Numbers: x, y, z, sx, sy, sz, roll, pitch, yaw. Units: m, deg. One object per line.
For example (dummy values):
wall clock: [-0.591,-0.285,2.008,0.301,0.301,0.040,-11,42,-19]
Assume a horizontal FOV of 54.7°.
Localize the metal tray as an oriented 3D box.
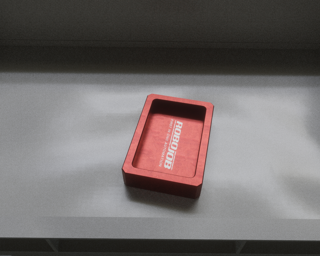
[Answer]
metal tray: [0.014,0.017,0.387,0.090,0.030,0.130,10,51,7]
